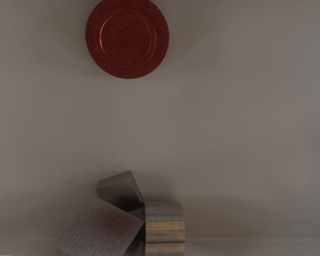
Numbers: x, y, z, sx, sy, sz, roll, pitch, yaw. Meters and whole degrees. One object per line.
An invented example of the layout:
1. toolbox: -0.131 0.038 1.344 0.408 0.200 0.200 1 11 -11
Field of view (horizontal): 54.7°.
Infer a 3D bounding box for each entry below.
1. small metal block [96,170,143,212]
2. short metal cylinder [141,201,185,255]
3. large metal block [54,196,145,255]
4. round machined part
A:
1. small metal block: -0.057 0.095 0.446 0.050 0.025 0.050 -19 109 6
2. short metal cylinder: 0.002 0.143 0.432 0.050 0.080 0.079 2 110 -8
3. large metal block: -0.076 0.149 0.407 0.080 0.080 0.050 22 132 16
4. round machined part: -0.038 -0.106 0.363 0.099 0.042 0.097 0 110 -1
